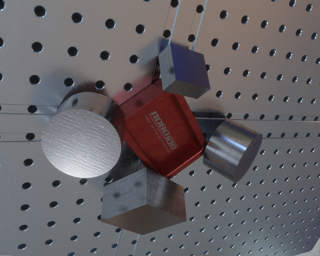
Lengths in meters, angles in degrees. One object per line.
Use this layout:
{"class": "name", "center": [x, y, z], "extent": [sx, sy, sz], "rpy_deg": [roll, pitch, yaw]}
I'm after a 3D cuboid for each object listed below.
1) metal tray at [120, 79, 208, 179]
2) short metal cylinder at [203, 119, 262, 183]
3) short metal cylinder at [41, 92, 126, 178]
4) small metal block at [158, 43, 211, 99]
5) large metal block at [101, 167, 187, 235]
{"class": "metal tray", "center": [0.004, 0.008, 0.414], "extent": [0.090, 0.030, 0.130], "rpy_deg": [-36, 129, -5]}
{"class": "short metal cylinder", "center": [0.107, 0.033, 0.454], "extent": [0.080, 0.050, 0.079], "rpy_deg": [-39, 145, -34]}
{"class": "short metal cylinder", "center": [-0.080, 0.007, 0.336], "extent": [0.081, 0.050, 0.079], "rpy_deg": [0, 116, 0]}
{"class": "small metal block", "center": [0.029, -0.066, 0.366], "extent": [0.050, 0.050, 0.025], "rpy_deg": [9, 151, -32]}
{"class": "large metal block", "center": [-0.022, 0.104, 0.425], "extent": [0.080, 0.050, 0.080], "rpy_deg": [-28, 136, 29]}
